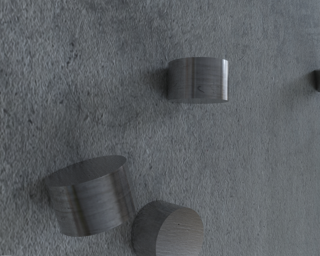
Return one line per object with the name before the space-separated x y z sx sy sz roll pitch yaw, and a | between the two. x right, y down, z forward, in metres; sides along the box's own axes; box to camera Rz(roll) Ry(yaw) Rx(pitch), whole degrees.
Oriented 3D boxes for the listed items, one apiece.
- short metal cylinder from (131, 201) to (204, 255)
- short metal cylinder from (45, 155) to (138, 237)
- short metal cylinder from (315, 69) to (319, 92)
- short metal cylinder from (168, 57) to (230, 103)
short metal cylinder | 0.010 0.137 0.397 0.081 0.050 0.080 0 90 -40
short metal cylinder | -0.067 0.065 0.313 0.081 0.080 0.050 -22 104 -38
short metal cylinder | 0.399 -0.114 0.703 0.081 0.080 0.050 -19 102 -38
short metal cylinder | 0.051 -0.060 0.411 0.081 0.080 0.050 1 90 -40
